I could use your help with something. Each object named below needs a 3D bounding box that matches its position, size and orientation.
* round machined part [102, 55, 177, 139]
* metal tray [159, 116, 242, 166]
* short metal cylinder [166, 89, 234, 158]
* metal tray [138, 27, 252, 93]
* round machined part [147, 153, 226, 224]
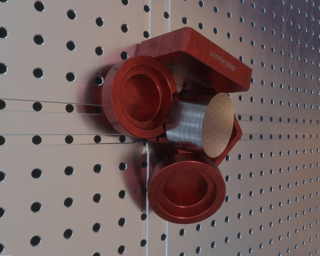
[{"bbox_3d":[-0.028,-0.036,0.377,0.099,0.042,0.097,0,90,-40],"label":"round machined part"},{"bbox_3d":[0.066,0.013,0.463,0.131,0.030,0.090,-44,117,-31],"label":"metal tray"},{"bbox_3d":[0.052,-0.007,0.390,0.081,0.050,0.079,-17,112,-49],"label":"short metal cylinder"},{"bbox_3d":[0.047,-0.081,0.408,0.131,0.090,0.030,19,78,-39],"label":"metal tray"},{"bbox_3d":[0.033,0.074,0.405,0.099,0.042,0.097,-1,115,-2],"label":"round machined part"}]
